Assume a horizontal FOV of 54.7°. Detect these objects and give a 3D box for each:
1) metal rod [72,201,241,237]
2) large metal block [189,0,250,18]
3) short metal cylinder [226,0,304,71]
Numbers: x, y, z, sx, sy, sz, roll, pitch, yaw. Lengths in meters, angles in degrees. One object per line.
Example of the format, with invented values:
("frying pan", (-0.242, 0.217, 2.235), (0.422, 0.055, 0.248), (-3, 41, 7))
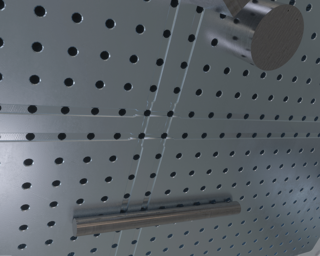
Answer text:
("metal rod", (0.012, 0.144, 0.506), (0.302, 0.025, 0.025), (2, 117, -30))
("large metal block", (0.067, -0.166, 0.309), (0.080, 0.080, 0.050), (-46, 129, 3))
("short metal cylinder", (0.132, -0.119, 0.393), (0.081, 0.050, 0.079), (-14, 124, -21))
